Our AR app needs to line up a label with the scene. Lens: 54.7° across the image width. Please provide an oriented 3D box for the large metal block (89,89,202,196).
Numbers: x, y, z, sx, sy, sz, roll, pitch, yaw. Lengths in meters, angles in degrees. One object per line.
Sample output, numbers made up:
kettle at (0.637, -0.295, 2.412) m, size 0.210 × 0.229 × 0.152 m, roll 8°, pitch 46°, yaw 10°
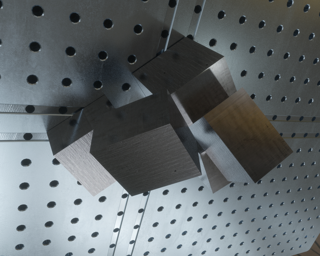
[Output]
large metal block at (-0.012, 0.018, 0.316) m, size 0.080 × 0.050 × 0.080 m, roll -20°, pitch 131°, yaw 15°

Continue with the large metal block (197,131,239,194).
large metal block at (0.064, 0.029, 0.428) m, size 0.050 × 0.080 × 0.080 m, roll -30°, pitch 129°, yaw -10°

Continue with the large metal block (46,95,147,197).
large metal block at (-0.072, 0.021, 0.369) m, size 0.080 × 0.050 × 0.080 m, roll -34°, pitch 129°, yaw -6°

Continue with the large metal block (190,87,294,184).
large metal block at (0.081, 0.012, 0.337) m, size 0.050 × 0.080 × 0.080 m, roll -37°, pitch 87°, yaw -10°

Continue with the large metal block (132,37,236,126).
large metal block at (0.026, -0.052, 0.357) m, size 0.080 × 0.080 × 0.050 m, roll -36°, pitch 129°, yaw -5°
